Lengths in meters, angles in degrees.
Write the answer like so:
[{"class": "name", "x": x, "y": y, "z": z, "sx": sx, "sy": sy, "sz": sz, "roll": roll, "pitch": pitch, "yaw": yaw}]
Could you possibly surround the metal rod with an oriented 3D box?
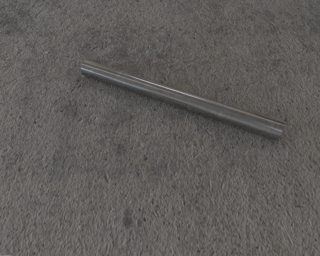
[{"class": "metal rod", "x": 0.020, "y": -0.045, "z": 0.440, "sx": 0.301, "sy": 0.025, "sz": 0.025, "roll": 20, "pitch": 53, "yaw": 16}]
